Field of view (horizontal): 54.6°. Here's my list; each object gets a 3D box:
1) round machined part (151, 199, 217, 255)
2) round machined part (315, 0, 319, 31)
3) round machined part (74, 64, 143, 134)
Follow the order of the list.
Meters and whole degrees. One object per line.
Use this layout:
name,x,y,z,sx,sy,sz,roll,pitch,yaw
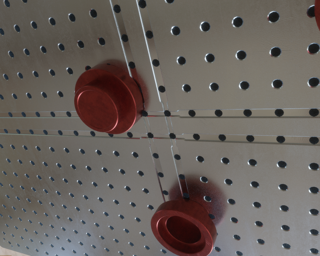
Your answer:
round machined part,0.039,0.148,0.471,0.098,0.042,0.097,13,124,21
round machined part,0.177,-0.102,0.244,0.098,0.042,0.097,13,124,21
round machined part,-0.076,-0.033,0.421,0.098,0.042,0.097,13,124,21
